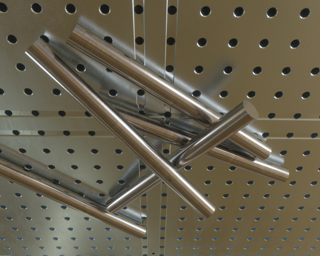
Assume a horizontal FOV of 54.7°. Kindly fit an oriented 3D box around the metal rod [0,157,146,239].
[{"bbox_3d":[-0.146,0.118,0.509,0.301,0.025,0.025,34,122,-26],"label":"metal rod"}]

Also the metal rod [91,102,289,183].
[{"bbox_3d":[0.053,0.023,0.432,0.302,0.025,0.025,20,127,-17],"label":"metal rod"}]

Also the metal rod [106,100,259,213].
[{"bbox_3d":[0.010,0.056,0.432,0.025,0.025,0.299,30,132,-24],"label":"metal rod"}]

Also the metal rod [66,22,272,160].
[{"bbox_3d":[0.028,-0.033,0.384,0.301,0.025,0.025,29,124,-23],"label":"metal rod"}]

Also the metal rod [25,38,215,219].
[{"bbox_3d":[-0.036,0.012,0.379,0.025,0.025,0.300,-36,109,26],"label":"metal rod"}]
